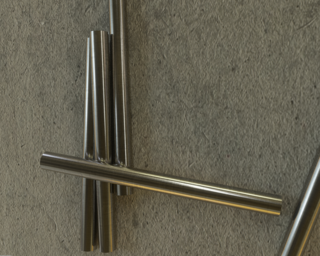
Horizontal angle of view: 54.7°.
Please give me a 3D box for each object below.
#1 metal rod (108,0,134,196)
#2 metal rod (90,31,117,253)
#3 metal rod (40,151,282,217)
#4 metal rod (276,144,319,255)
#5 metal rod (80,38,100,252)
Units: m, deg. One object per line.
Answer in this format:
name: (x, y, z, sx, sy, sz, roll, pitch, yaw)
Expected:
metal rod: (-0.054, -0.059, 0.428, 0.025, 0.025, 0.298, -3, 89, 20)
metal rod: (-0.078, 0.021, 0.425, 0.025, 0.025, 0.298, 0, 94, 20)
metal rod: (-0.008, 0.067, 0.388, 0.301, 0.025, 0.025, 9, 93, 11)
metal rod: (0.191, 0.017, 0.341, 0.025, 0.025, 0.298, 20, 97, 19)
metal rod: (-0.097, 0.023, 0.443, 0.025, 0.025, 0.298, 2, 91, 20)
